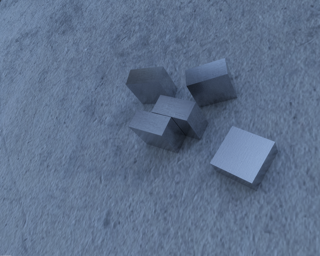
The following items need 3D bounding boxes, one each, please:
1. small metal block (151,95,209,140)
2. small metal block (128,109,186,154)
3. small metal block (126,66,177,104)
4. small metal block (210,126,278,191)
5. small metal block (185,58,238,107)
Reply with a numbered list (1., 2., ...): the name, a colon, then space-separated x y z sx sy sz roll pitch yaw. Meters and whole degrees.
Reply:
1. small metal block: 0.025 -0.013 0.381 0.050 0.050 0.025 16 70 34
2. small metal block: -0.003 0.004 0.385 0.050 0.050 0.025 15 70 33
3. small metal block: -0.011 -0.057 0.427 0.050 0.050 0.025 -1 62 27
4. small metal block: 0.091 0.032 0.336 0.050 0.025 0.050 24 75 36
5. small metal block: 0.064 -0.055 0.387 0.050 0.050 0.025 -14 56 20
